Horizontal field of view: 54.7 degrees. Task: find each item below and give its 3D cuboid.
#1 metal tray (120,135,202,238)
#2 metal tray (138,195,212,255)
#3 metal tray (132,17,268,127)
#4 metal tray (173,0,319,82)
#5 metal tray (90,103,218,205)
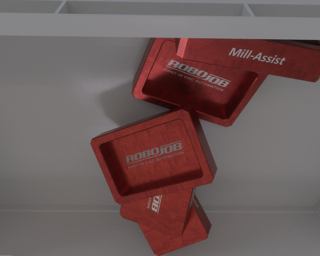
[{"bbox_3d":[0.002,0.070,0.412,0.090,0.030,0.129,15,106,15],"label":"metal tray"},{"bbox_3d":[0.005,0.111,0.453,0.090,0.030,0.130,-28,89,20],"label":"metal tray"},{"bbox_3d":[0.043,-0.058,0.355,0.131,0.030,0.089,17,128,-14],"label":"metal tray"},{"bbox_3d":[0.081,-0.088,0.291,0.131,0.090,0.030,8,130,-7],"label":"metal tray"},{"bbox_3d":[-0.008,0.034,0.371,0.130,0.030,0.090,-18,98,21],"label":"metal tray"}]
